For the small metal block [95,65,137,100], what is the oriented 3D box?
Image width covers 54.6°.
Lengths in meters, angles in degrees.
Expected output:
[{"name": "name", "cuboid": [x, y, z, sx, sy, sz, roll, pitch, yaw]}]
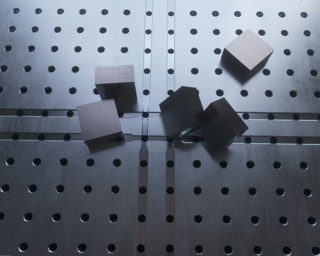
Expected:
[{"name": "small metal block", "cuboid": [-0.058, -0.060, 0.420, 0.050, 0.050, 0.025, -4, 70, -1]}]

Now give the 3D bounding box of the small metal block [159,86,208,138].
[{"name": "small metal block", "cuboid": [0.029, -0.019, 0.403, 0.025, 0.050, 0.050, 1, 65, -39]}]

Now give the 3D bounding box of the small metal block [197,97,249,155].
[{"name": "small metal block", "cuboid": [0.076, -0.002, 0.397, 0.025, 0.050, 0.050, -23, 70, -35]}]

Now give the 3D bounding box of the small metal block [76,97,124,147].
[{"name": "small metal block", "cuboid": [-0.079, -0.008, 0.414, 0.050, 0.025, 0.050, -15, 71, -6]}]

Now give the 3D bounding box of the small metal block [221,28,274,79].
[{"name": "small metal block", "cuboid": [0.127, -0.109, 0.452, 0.050, 0.025, 0.050, -40, 75, -13]}]
